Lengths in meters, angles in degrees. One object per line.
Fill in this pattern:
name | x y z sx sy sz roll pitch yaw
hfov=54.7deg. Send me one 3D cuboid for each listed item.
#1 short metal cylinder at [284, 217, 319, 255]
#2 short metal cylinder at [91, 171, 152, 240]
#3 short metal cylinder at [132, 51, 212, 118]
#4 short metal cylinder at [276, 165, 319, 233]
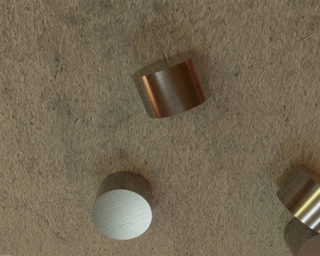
short metal cylinder | 0.234 0.172 0.462 0.081 0.050 0.079 0 110 0
short metal cylinder | -0.051 0.108 0.436 0.081 0.050 0.079 0 110 0
short metal cylinder | 0.014 -0.052 0.361 0.080 0.080 0.050 -19 109 7
short metal cylinder | 0.207 0.094 0.417 0.080 0.080 0.050 30 107 -11
